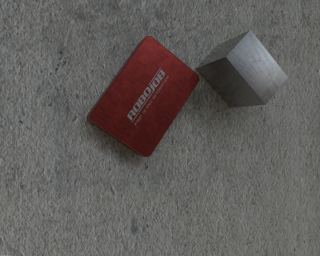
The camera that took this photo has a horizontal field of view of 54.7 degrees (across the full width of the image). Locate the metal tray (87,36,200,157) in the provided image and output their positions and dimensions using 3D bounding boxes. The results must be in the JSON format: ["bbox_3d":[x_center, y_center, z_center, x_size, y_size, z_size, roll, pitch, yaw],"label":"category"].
[{"bbox_3d":[-0.020,-0.040,0.399,0.090,0.030,0.130,37,78,-17],"label":"metal tray"}]

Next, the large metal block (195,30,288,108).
[{"bbox_3d":[0.108,-0.075,0.420,0.080,0.080,0.050,46,76,-15],"label":"large metal block"}]
